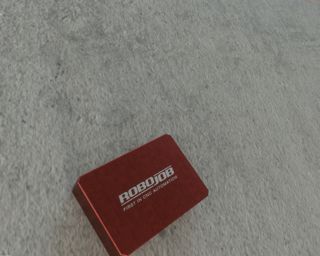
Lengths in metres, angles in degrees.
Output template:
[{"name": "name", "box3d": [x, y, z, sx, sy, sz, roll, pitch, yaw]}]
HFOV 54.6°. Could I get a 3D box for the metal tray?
[{"name": "metal tray", "box3d": [-0.018, 0.071, 0.348, 0.131, 0.030, 0.090, -26, 76, -37]}]
